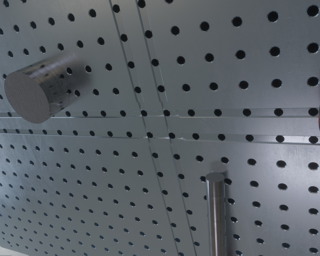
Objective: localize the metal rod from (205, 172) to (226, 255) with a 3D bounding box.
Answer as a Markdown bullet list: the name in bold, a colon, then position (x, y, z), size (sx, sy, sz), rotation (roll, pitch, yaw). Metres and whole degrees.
- **metal rod**: position (0.088, 0.203, 0.468), size (0.025, 0.025, 0.298), rotation (5, 114, 26)

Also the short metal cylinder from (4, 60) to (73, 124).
- **short metal cylinder**: position (-0.178, -0.053, 0.456), size (0.080, 0.050, 0.079), rotation (13, 124, 21)
